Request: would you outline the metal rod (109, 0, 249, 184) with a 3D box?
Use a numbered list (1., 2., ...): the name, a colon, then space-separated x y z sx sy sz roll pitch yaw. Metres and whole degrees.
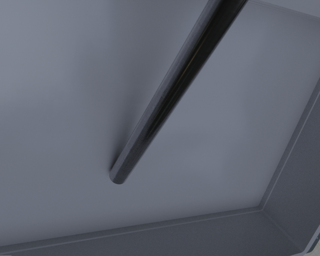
1. metal rod: 0.002 -0.022 0.314 0.025 0.025 0.298 0 144 -29
